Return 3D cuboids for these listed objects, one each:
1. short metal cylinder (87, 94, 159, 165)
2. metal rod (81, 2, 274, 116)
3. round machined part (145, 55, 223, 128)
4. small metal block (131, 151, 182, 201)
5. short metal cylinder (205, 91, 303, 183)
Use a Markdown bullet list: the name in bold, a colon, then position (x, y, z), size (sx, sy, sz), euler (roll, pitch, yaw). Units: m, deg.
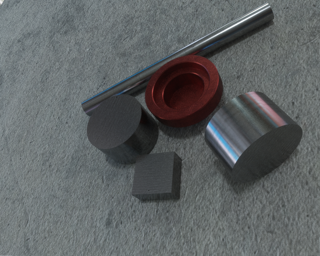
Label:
- **short metal cylinder**: position (-0.049, 0.002, 0.412), size (0.080, 0.050, 0.080), euler (-13, 56, 21)
- **metal rod**: position (0.018, -0.095, 0.452), size (0.300, 0.025, 0.025), euler (-26, 53, 11)
- **round machined part**: position (0.034, -0.043, 0.402), size (0.098, 0.042, 0.098), euler (-13, 56, 21)
- **small metal block**: position (-0.003, 0.058, 0.370), size (0.050, 0.025, 0.050), euler (-8, 58, 23)
- **short metal cylinder**: position (0.093, 0.010, 0.314), size (0.080, 0.080, 0.050), euler (-36, 51, 4)
